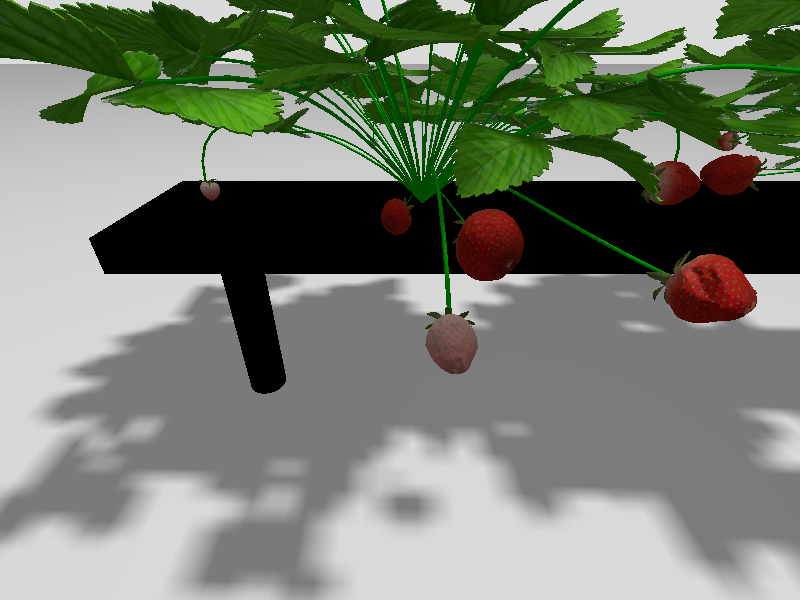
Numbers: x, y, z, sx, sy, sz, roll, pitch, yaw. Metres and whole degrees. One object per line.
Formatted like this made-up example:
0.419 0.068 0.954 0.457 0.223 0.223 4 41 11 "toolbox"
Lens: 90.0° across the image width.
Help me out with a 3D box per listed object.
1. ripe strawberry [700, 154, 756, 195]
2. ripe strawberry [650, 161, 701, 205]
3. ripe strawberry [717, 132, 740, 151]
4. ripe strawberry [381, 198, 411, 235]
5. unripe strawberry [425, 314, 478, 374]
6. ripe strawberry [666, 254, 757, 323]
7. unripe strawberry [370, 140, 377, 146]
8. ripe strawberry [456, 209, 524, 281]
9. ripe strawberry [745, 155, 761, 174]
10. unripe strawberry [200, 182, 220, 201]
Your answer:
0.298 -0.115 0.368 0.036 0.036 0.040 3 32 6 "ripe strawberry"
0.235 -0.099 0.342 0.037 0.036 0.040 1 32 1 "ripe strawberry"
0.430 -0.208 0.528 0.027 0.024 0.024 -6 19 -9 "ripe strawberry"
-0.004 -0.059 0.289 0.023 0.026 0.025 10 34 15 "ripe strawberry"
0.022 0.019 0.166 0.022 0.024 0.025 0 -43 0 "unripe strawberry"
0.150 -0.004 0.193 0.038 0.034 0.034 -21 38 -29 "ripe strawberry"
-0.033 -0.195 0.499 0.009 0.010 0.010 -9 33 -14 "unripe strawberry"
0.054 -0.030 0.232 0.040 0.042 0.043 -7 34 -12 "ripe strawberry"
0.355 -0.136 0.413 0.025 0.024 0.027 18 36 27 "ripe strawberry"
-0.168 -0.097 0.356 0.017 0.016 0.015 0 32 1 "unripe strawberry"
